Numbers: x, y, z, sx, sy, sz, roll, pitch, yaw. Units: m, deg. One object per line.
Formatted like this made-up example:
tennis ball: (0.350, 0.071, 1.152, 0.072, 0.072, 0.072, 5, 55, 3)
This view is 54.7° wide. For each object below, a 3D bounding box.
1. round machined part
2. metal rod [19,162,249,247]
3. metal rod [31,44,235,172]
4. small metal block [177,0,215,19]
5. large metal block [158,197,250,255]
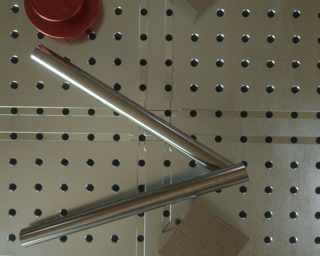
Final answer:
round machined part: (-0.128, -0.166, 0.403, 0.099, 0.042, 0.097, 0, 90, -1)
metal rod: (-0.036, 0.100, 0.399, 0.301, 0.025, 0.025, -18, 90, 5)
metal rod: (-0.035, -0.021, 0.412, 0.301, 0.025, 0.025, 32, 90, -1)
small metal block: (0.049, -0.185, 0.414, 0.050, 0.025, 0.050, -43, 91, 0)
large metal block: (0.054, 0.143, 0.402, 0.080, 0.050, 0.080, 36, 90, -1)
